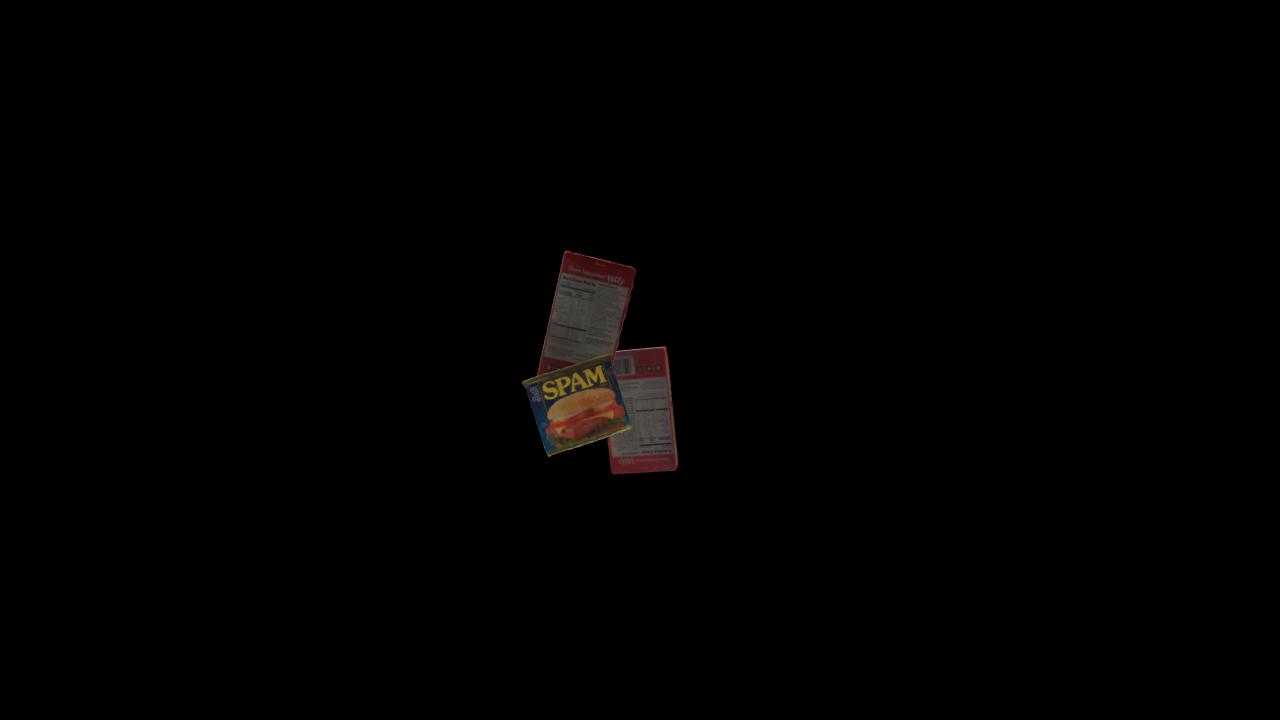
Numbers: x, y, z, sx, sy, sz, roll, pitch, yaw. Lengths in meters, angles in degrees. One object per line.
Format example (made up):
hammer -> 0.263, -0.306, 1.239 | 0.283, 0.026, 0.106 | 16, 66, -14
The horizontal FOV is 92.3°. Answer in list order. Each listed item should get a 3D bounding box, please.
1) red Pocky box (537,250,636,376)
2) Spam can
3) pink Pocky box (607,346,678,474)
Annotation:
red Pocky box -> -0.062, -0.039, 0.695 | 0.083, 0.155, 0.028 | 13, 12, -9
Spam can -> -0.067, 0.050, 0.671 | 0.101, 0.085, 0.058 | -17, -6, -8
pink Pocky box -> -0.001, 0.063, 0.765 | 0.084, 0.155, 0.029 | -5, 6, 10
